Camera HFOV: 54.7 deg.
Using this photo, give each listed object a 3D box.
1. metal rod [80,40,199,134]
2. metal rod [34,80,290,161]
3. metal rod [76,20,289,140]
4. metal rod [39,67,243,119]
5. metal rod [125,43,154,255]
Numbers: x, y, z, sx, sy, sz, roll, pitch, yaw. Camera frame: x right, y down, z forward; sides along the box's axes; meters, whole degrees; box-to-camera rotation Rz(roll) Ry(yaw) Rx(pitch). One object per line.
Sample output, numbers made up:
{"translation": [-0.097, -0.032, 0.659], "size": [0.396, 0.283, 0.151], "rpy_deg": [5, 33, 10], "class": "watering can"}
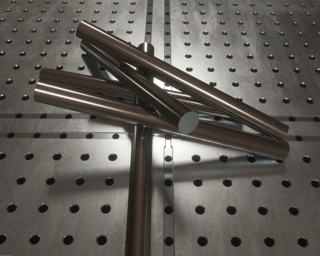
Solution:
{"translation": [-0.047, -0.073, 0.417], "size": [0.025, 0.025, 0.300], "rpy_deg": [-25, 39, -20], "class": "metal rod"}
{"translation": [0.009, -0.006, 0.366], "size": [0.302, 0.025, 0.025], "rpy_deg": [14, 50, -8], "class": "metal rod"}
{"translation": [0.026, -0.063, 0.408], "size": [0.301, 0.025, 0.025], "rpy_deg": [28, 54, 4], "class": "metal rod"}
{"translation": [-0.031, -0.051, 0.449], "size": [0.301, 0.025, 0.025], "rpy_deg": [11, 51, 9], "class": "metal rod"}
{"translation": [-0.021, 0.007, 0.380], "size": [0.025, 0.025, 0.300], "rpy_deg": [0, 56, 0], "class": "metal rod"}
